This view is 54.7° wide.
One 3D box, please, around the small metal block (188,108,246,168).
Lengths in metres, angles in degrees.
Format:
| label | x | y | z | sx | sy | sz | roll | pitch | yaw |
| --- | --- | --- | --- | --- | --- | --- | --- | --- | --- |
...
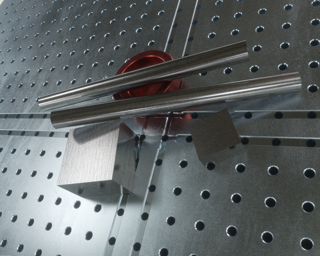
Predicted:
| label | x | y | z | sx | sy | sz | roll | pitch | yaw |
| --- | --- | --- | --- | --- | --- | --- | --- | --- | --- |
| small metal block | 0.066 | 0.012 | 0.366 | 0.050 | 0.025 | 0.050 | -24 | 53 | 13 |

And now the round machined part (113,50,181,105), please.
| label | x | y | z | sx | sy | sz | roll | pitch | yaw |
| --- | --- | --- | --- | --- | --- | --- | --- | --- | --- |
| round machined part | -0.016 | -0.059 | 0.441 | 0.098 | 0.042 | 0.098 | -13 | 56 | 20 |

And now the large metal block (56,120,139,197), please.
| label | x | y | z | sx | sy | sz | roll | pitch | yaw |
| --- | --- | --- | --- | --- | --- | --- | --- | --- | --- |
| large metal block | -0.078 | 0.042 | 0.406 | 0.080 | 0.050 | 0.080 | -10 | 58 | 22 |

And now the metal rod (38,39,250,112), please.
| label | x | y | z | sx | sy | sz | roll | pitch | yaw |
| --- | --- | --- | --- | --- | --- | --- | --- | --- | --- |
| metal rod | -0.036 | -0.063 | 0.410 | 0.301 | 0.025 | 0.025 | -11 | 57 | 22 |

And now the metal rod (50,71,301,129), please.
| label | x | y | z | sx | sy | sz | roll | pitch | yaw |
| --- | --- | --- | --- | --- | --- | --- | --- | --- | --- |
| metal rod | 0.012 | -0.032 | 0.380 | 0.301 | 0.025 | 0.025 | -8 | 57 | 8 |
